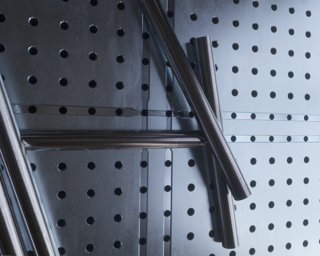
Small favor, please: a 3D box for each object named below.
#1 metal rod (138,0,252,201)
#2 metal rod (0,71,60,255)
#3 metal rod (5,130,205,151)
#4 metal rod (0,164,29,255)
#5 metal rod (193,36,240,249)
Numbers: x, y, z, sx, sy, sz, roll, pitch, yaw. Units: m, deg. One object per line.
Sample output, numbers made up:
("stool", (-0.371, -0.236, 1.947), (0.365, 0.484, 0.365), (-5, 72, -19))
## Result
("metal rod", (0.047, -0.042, 0.412), (0.025, 0.025, 0.299), (-27, 93, -18))
("metal rod", (-0.150, 0.052, 0.335), (0.025, 0.025, 0.298), (-17, 104, -19))
("metal rod", (-0.084, 0.015, 0.381), (0.302, 0.025, 0.025), (0, 90, -20))
("metal rod", (-0.165, 0.115, 0.335), (0.025, 0.025, 0.298), (-15, 101, -19))
("metal rod", (0.081, 0.022, 0.442), (0.025, 0.025, 0.298), (-10, 93, -20))
